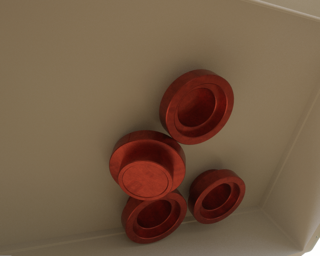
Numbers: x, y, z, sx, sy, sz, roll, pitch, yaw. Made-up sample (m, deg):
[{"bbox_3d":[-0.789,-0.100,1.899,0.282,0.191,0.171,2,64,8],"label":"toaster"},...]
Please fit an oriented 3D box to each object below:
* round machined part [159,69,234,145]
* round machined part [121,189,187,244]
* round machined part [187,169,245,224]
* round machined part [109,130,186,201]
[{"bbox_3d":[0.043,-0.030,0.402,0.099,0.042,0.097,-14,124,-21],"label":"round machined part"},{"bbox_3d":[-0.012,0.123,0.467,0.099,0.042,0.097,-14,124,-21],"label":"round machined part"},{"bbox_3d":[0.088,0.107,0.512,0.099,0.042,0.097,-14,124,-21],"label":"round machined part"},{"bbox_3d":[-0.017,0.054,0.395,0.099,0.042,0.097,2,124,3],"label":"round machined part"}]
